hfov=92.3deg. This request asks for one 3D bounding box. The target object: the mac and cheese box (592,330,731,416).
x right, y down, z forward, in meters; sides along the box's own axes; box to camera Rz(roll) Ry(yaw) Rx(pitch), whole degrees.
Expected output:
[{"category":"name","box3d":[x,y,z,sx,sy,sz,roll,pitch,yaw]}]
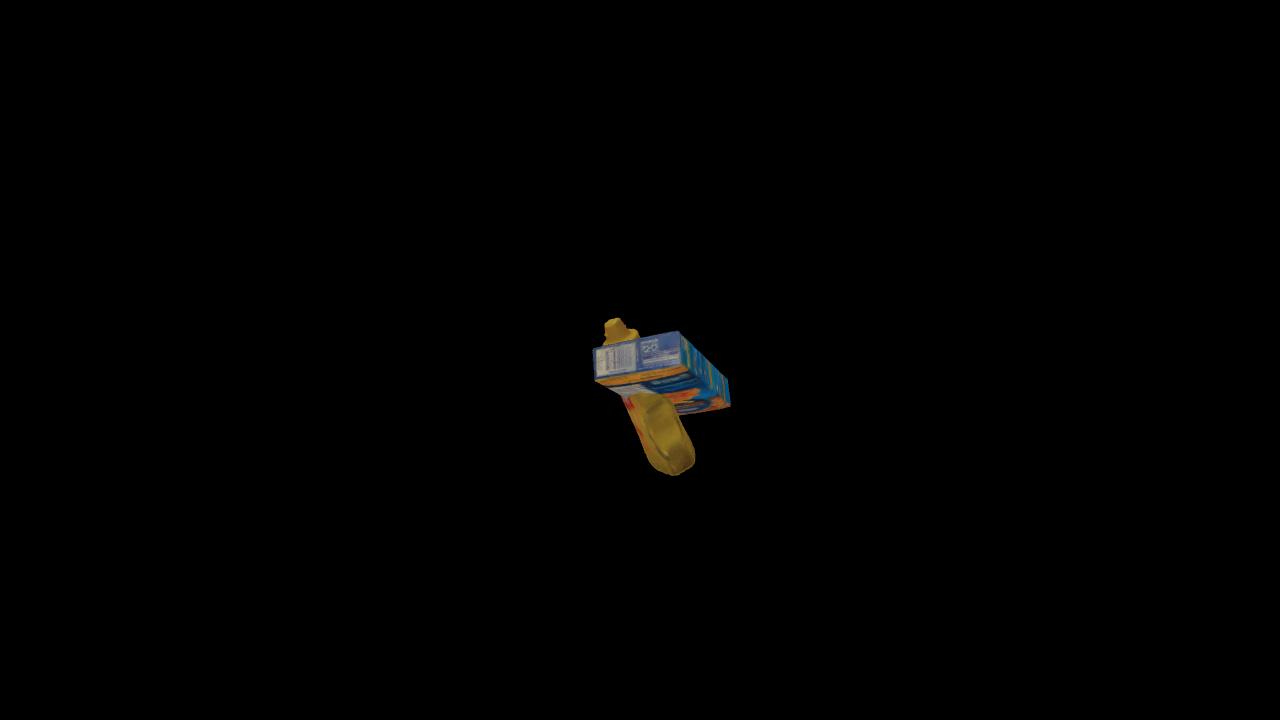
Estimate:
[{"category":"mac and cheese box","box3d":[0.030,0.021,0.659,0.093,0.041,0.184,-12,-21,20]}]

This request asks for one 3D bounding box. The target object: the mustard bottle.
[{"category":"mustard bottle","box3d":[0.004,0.034,0.679,0.054,0.184,0.092,-25,25,-4]}]
